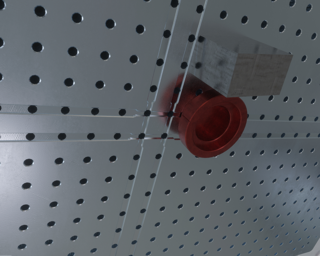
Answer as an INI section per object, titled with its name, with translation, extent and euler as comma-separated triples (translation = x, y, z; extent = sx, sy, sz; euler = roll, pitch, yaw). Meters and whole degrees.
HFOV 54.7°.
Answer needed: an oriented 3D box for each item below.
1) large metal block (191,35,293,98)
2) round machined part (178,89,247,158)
[large metal block]
translation = 0.097, -0.078, 0.380
extent = 0.081, 0.080, 0.050
euler = -5, 121, -26
[round machined part]
translation = 0.068, -0.010, 0.431
extent = 0.099, 0.042, 0.097
euler = -14, 124, -21
